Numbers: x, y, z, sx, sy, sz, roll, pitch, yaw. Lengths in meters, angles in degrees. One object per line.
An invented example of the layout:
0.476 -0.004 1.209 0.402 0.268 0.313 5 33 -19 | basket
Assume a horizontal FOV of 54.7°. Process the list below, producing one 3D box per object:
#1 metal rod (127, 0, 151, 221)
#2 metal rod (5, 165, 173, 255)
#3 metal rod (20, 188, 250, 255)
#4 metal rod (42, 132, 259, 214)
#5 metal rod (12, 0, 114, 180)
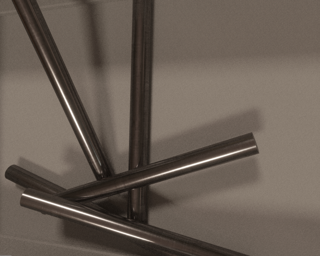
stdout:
-0.028 -0.026 0.419 0.025 0.025 0.298 2 91 19 | metal rod
-0.101 0.119 0.444 0.301 0.025 0.025 20 97 18 | metal rod
-0.031 0.129 0.388 0.301 0.025 0.025 15 95 6 | metal rod
-0.028 0.063 0.391 0.300 0.025 0.025 -19 84 18 | metal rod
-0.121 -0.052 0.389 0.025 0.025 0.298 -14 110 19 | metal rod
